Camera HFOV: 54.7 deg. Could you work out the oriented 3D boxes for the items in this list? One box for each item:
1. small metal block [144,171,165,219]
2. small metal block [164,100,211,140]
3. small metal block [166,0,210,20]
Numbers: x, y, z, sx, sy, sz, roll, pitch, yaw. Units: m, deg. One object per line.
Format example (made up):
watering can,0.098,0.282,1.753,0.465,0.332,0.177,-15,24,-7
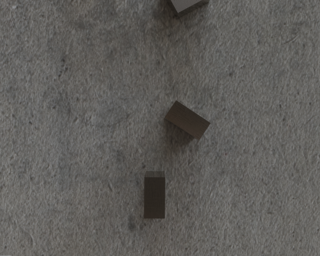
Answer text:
small metal block,-0.007,0.084,0.398,0.025,0.050,0.050,1,90,0
small metal block,0.033,-0.010,0.398,0.050,0.050,0.025,34,90,-1
small metal block,0.033,-0.182,0.410,0.050,0.025,0.050,-29,90,-1
